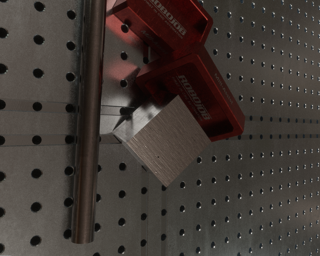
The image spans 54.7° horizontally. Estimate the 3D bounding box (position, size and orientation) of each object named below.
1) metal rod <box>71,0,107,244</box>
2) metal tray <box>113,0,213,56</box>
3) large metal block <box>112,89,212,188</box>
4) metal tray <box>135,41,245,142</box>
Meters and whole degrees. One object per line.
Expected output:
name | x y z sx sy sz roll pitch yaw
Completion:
metal rod | -0.078 -0.026 0.344 0.025 0.025 0.298 4 87 -40
metal tray | 0.011 -0.150 0.416 0.130 0.030 0.090 36 68 -35
large metal block | 0.003 0.011 0.383 0.080 0.050 0.080 -44 118 -11
metal tray | 0.042 -0.036 0.400 0.130 0.090 0.030 52 37 -28
